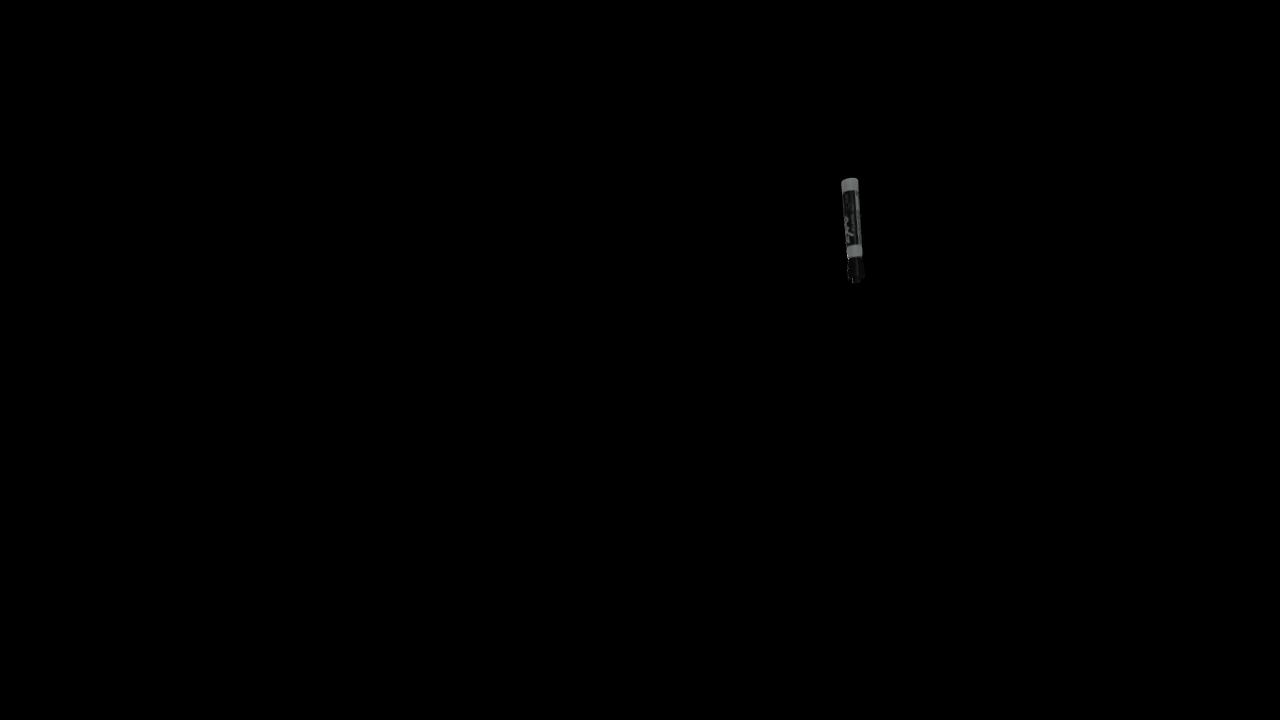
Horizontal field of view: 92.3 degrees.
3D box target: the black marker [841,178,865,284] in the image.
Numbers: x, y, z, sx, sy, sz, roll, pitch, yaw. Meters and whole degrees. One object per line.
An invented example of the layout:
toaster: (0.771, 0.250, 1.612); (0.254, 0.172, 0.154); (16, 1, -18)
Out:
black marker: (0.244, -0.148, 0.705); (0.020, 0.121, 0.020); (-2, -6, 0)
